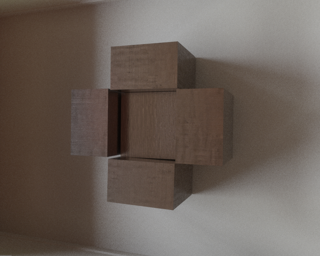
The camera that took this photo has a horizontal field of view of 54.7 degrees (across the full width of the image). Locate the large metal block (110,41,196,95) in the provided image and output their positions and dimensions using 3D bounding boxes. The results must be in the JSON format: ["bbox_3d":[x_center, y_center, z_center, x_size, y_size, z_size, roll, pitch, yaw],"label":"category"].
[{"bbox_3d":[-0.005,-0.068,0.381,0.080,0.080,0.050,1,91,20],"label":"large metal block"}]

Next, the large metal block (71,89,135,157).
[{"bbox_3d":[-0.070,-0.007,0.405,0.050,0.080,0.080,1,90,20],"label":"large metal block"}]

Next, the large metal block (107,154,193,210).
[{"bbox_3d":[-0.009,0.062,0.383,0.080,0.080,0.050,2,91,20],"label":"large metal block"}]

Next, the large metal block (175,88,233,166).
[{"bbox_3d":[0.054,-0.002,0.361,0.050,0.080,0.080,1,90,20],"label":"large metal block"}]

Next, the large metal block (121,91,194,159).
[{"bbox_3d":[-0.002,-0.004,0.395,0.080,0.050,0.080,1,90,20],"label":"large metal block"}]
